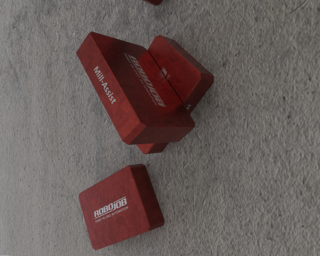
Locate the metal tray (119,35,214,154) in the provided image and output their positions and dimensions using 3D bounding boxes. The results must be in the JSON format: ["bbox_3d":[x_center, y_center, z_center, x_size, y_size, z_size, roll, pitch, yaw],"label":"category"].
[{"bbox_3d":[-0.002,-0.041,0.403,0.090,0.030,0.129,50,119,28],"label":"metal tray"}]

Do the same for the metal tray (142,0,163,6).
[{"bbox_3d":[-0.009,-0.242,0.409,0.090,0.030,0.130,-35,69,34],"label":"metal tray"}]

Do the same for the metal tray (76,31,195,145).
[{"bbox_3d":[-0.026,-0.044,0.344,0.030,0.091,0.130,-45,63,31],"label":"metal tray"}]

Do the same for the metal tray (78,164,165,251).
[{"bbox_3d":[-0.061,0.117,0.453,0.130,0.030,0.090,-32,70,35],"label":"metal tray"}]
